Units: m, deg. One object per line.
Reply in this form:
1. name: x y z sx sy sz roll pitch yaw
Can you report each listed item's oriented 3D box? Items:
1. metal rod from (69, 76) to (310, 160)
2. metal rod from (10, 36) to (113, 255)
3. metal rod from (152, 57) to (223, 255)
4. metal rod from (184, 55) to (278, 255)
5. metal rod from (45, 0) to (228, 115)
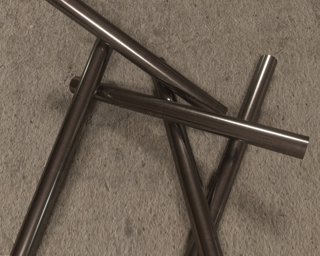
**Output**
1. metal rod: 0.017 -0.019 0.376 0.301 0.025 0.025 17 70 21
2. metal rod: -0.115 0.020 0.377 0.025 0.025 0.299 17 79 6
3. metal rod: 0.029 0.038 0.377 0.025 0.025 0.299 -12 64 -5
4. metal rod: 0.095 0.031 0.397 0.025 0.025 0.300 23 71 8
5. metal rod: -0.039 -0.100 0.385 0.301 0.025 0.025 34 72 -12
